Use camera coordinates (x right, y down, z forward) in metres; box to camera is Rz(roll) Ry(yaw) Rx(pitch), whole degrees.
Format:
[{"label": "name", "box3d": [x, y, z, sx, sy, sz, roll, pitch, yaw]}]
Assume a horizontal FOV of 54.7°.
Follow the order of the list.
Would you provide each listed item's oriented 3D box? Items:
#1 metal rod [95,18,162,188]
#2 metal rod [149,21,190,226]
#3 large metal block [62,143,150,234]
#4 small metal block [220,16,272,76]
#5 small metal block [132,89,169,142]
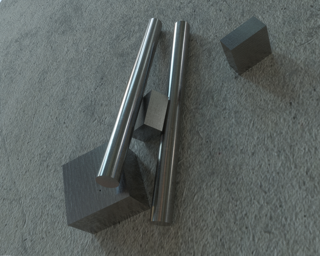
[{"label": "metal rod", "box3d": [-0.032, -0.057, 0.417, 0.025, 0.025, 0.300, -9, 46, 23]}, {"label": "metal rod", "box3d": [0.018, -0.026, 0.409, 0.025, 0.025, 0.299, -7, 59, 24]}, {"label": "large metal block", "box3d": [-0.067, 0.071, 0.378, 0.080, 0.050, 0.080, -27, 53, 11]}, {"label": "small metal block", "box3d": [0.110, -0.103, 0.393, 0.050, 0.050, 0.025, -35, 52, 5]}, {"label": "small metal block", "box3d": [-0.016, -0.015, 0.404, 0.050, 0.025, 0.050, -32, 40, 55]}]
